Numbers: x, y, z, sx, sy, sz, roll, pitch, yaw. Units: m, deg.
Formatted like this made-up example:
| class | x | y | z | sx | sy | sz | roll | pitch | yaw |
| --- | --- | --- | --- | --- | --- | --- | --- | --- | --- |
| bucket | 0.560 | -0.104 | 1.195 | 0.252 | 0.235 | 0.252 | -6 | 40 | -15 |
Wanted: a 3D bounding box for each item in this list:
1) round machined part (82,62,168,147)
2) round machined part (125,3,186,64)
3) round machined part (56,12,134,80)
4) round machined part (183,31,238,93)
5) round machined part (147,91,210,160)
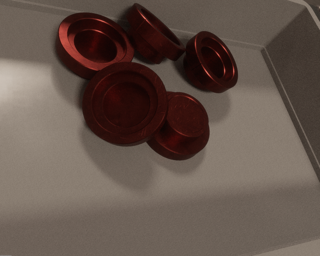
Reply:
| class | x | y | z | sx | sy | sz | roll | pitch | yaw |
| --- | --- | --- | --- | --- | --- | --- | --- | --- | --- |
| round machined part | -0.039 | -0.026 | 0.371 | 0.099 | 0.042 | 0.098 | -1 | 78 | 5 |
| round machined part | -0.012 | -0.131 | 0.452 | 0.098 | 0.042 | 0.098 | 38 | 22 | -18 |
| round machined part | -0.088 | -0.102 | 0.411 | 0.099 | 0.042 | 0.098 | 14 | 56 | -21 |
| round machined part | 0.075 | -0.098 | 0.487 | 0.099 | 0.042 | 0.098 | 21 | 56 | -35 |
| round machined part | 0.026 | -0.009 | 0.416 | 0.099 | 0.042 | 0.098 | 14 | 56 | -21 |
